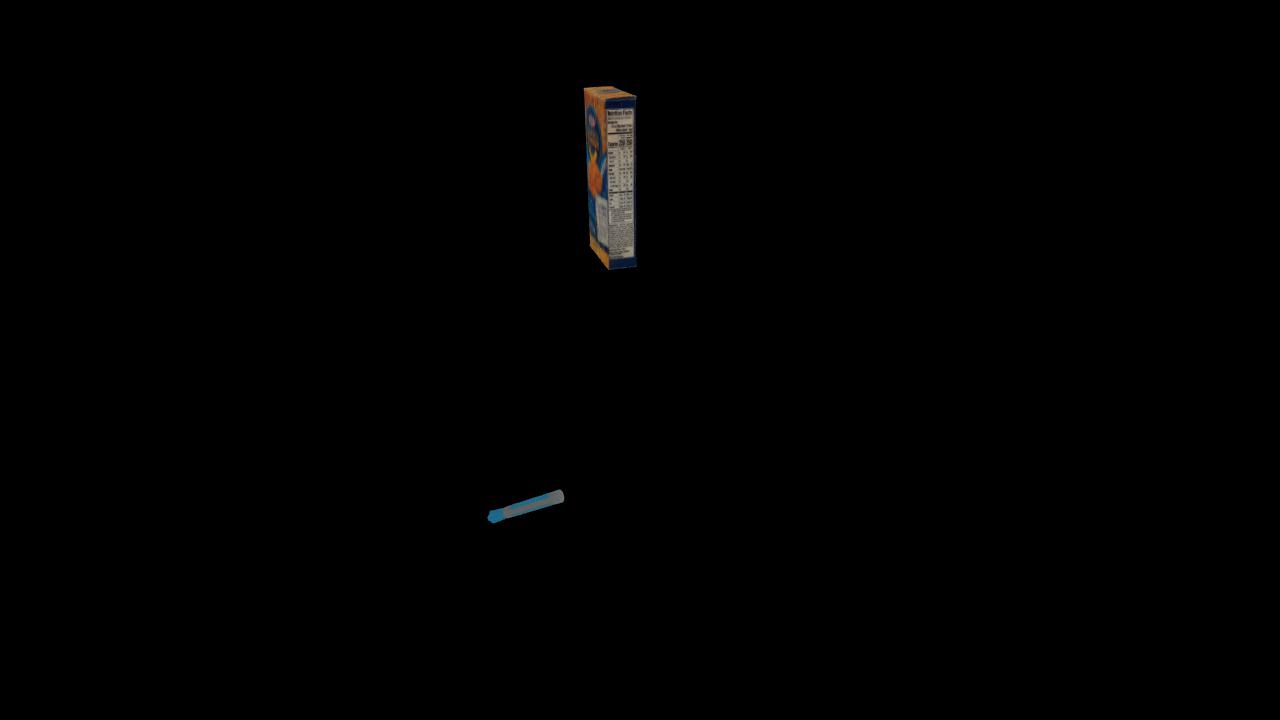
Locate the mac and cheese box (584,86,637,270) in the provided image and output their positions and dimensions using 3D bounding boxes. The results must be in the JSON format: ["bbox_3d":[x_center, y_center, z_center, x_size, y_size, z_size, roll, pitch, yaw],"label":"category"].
[{"bbox_3d":[-0.033,-0.204,0.694,0.041,0.184,0.093,-9,31,-14],"label":"mac and cheese box"}]

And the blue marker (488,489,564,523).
[{"bbox_3d":[-0.166,0.211,0.882,0.121,0.020,0.020,-20,-5,15],"label":"blue marker"}]
